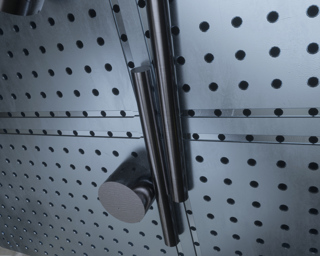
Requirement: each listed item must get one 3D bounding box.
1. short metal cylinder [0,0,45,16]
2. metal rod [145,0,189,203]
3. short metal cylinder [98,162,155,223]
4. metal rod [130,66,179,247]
[{"bbox_3d":[-0.170,-0.177,0.356,0.080,0.080,0.050,41,129,0],"label":"short metal cylinder"},{"bbox_3d":[0.012,-0.028,0.387,0.025,0.025,0.298,6,122,25],"label":"metal rod"},{"bbox_3d":[-0.048,0.101,0.483,0.080,0.050,0.079,13,124,21],"label":"short metal cylinder"},{"bbox_3d":[-0.002,0.058,0.448,0.025,0.025,0.298,5,121,26],"label":"metal rod"}]
